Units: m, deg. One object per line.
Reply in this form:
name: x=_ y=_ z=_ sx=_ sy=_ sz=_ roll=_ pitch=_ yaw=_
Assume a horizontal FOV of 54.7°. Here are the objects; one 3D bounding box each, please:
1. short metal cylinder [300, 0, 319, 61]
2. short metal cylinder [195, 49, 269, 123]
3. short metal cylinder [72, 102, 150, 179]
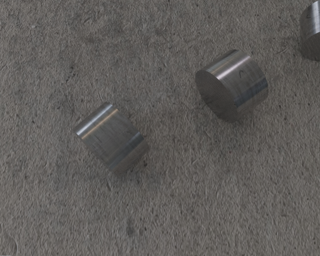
short metal cylinder: x=0.239 y=-0.135 z=0.430 sx=0.080 sy=0.080 sz=0.050 roll=6 pitch=70 yaw=2
short metal cylinder: x=0.091 y=-0.053 z=0.399 sx=0.050 sy=0.080 sz=0.080 roll=-35 pitch=74 yaw=-12
short metal cylinder: x=-0.059 y=0.015 z=0.373 sx=0.080 sy=0.080 sz=0.050 roll=43 pitch=76 yaw=14
